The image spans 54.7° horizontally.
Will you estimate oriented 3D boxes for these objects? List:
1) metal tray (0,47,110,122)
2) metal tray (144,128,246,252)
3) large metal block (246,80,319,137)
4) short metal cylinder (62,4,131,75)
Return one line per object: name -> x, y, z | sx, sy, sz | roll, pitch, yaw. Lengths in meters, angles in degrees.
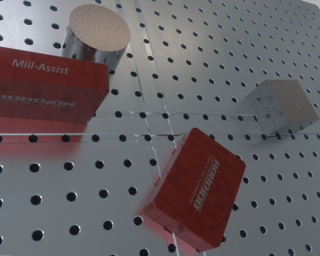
metal tray -> -0.128, -0.040, 0.319 | 0.131, 0.090, 0.030 | 5, 68, -26
metal tray -> 0.049, 0.072, 0.387 | 0.090, 0.030, 0.130 | 36, 51, -5
large metal block -> 0.206, -0.035, 0.524 | 0.081, 0.050, 0.080 | -5, 64, -31
short metal cylinder -> -0.086, -0.118, 0.418 | 0.081, 0.050, 0.080 | 14, 56, -21
